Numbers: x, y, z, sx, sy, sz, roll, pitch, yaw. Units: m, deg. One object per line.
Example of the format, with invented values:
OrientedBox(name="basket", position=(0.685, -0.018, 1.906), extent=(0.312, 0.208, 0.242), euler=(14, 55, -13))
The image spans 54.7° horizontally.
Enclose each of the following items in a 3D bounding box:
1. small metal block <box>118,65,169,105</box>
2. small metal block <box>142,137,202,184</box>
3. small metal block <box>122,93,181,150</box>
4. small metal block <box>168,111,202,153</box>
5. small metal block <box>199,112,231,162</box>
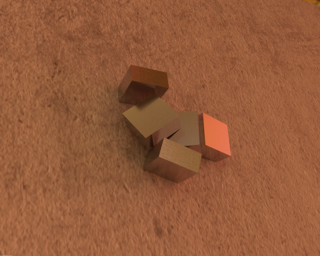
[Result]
OrientedBox(name="small metal block", position=(-0.023, -0.053, 0.409), extent=(0.050, 0.050, 0.025), euler=(8, 59, -25))
OrientedBox(name="small metal block", position=(0.014, 0.041, 0.371), extent=(0.050, 0.050, 0.025), euler=(24, 58, -14))
OrientedBox(name="small metal block", position=(-0.010, -0.009, 0.384), extent=(0.050, 0.025, 0.050), euler=(-34, 56, -18))
OrientedBox(name="small metal block", position=(0.026, 0.008, 0.399), extent=(0.050, 0.025, 0.050), euler=(-6, 57, 11))
OrientedBox(name="small metal block", position=(0.069, 0.013, 0.427), extent=(0.050, 0.025, 0.050), euler=(24, 51, -33))
